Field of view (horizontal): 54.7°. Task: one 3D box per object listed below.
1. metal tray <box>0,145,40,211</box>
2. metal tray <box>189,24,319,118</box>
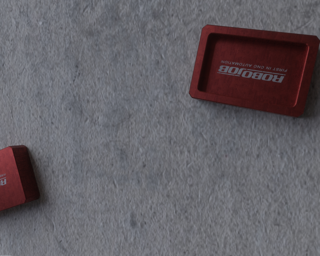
[{"bbox_3d":[-0.263,0.089,0.497,0.130,0.030,0.090,-20,84,18],"label":"metal tray"},{"bbox_3d":[0.108,-0.068,0.367,0.130,0.030,0.089,13,94,19],"label":"metal tray"}]
